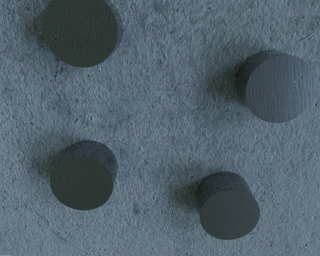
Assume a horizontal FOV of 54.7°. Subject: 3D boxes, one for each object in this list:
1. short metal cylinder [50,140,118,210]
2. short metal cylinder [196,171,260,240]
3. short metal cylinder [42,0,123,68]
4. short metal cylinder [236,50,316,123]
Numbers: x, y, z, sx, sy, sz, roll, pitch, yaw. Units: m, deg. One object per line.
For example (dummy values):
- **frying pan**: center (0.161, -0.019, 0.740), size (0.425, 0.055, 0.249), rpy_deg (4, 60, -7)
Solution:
- **short metal cylinder**: center (-0.100, 0.063, 0.419), size (0.081, 0.050, 0.079), rpy_deg (0, 110, 0)
- **short metal cylinder**: center (0.093, 0.109, 0.437), size (0.081, 0.050, 0.079), rpy_deg (0, 110, 0)
- **short metal cylinder**: center (-0.085, -0.113, 0.354), size (0.081, 0.050, 0.079), rpy_deg (0, 110, 0)
- **short metal cylinder**: center (0.138, -0.052, 0.378), size (0.081, 0.050, 0.079), rpy_deg (0, 110, 0)
